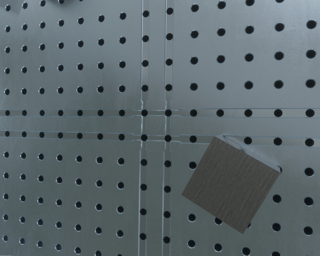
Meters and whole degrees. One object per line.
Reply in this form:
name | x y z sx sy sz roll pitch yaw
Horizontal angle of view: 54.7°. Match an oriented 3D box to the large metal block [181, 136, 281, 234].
large metal block | 0.085 0.063 0.369 0.080 0.050 0.080 30 100 17
